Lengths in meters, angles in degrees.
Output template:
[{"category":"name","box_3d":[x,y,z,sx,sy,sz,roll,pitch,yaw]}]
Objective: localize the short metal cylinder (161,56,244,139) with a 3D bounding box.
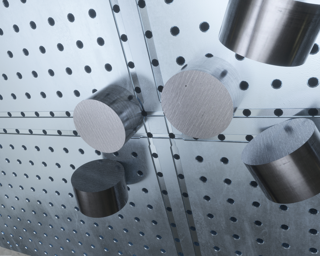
[{"category":"short metal cylinder","box_3d":[0.048,-0.035,0.348,0.080,0.050,0.079,13,124,21]}]

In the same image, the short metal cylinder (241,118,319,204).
[{"category":"short metal cylinder","box_3d":[0.134,0.033,0.325,0.080,0.080,0.050,-26,104,37]}]

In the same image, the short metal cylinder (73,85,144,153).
[{"category":"short metal cylinder","box_3d":[-0.070,-0.013,0.424,0.080,0.050,0.079,13,124,21]}]

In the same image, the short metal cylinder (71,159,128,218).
[{"category":"short metal cylinder","box_3d":[-0.092,0.092,0.481,0.080,0.080,0.050,9,122,23]}]

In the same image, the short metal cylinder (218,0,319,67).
[{"category":"short metal cylinder","box_3d":[0.096,-0.094,0.267,0.080,0.080,0.050,23,127,14]}]
